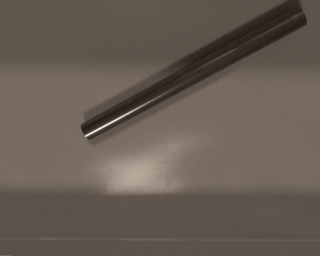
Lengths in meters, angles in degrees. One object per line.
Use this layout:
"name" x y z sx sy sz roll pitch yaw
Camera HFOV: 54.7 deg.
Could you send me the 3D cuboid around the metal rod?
"metal rod" 0.034 -0.063 0.388 0.301 0.025 0.025 -27 108 9
